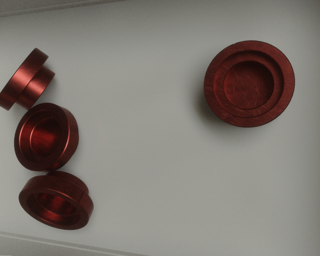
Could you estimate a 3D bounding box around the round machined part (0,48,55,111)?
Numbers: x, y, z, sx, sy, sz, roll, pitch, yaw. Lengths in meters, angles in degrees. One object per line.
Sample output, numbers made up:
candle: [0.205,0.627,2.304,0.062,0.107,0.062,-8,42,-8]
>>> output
round machined part: [-0.190,-0.064,0.449,0.042,0.098,0.098,37,105,-23]

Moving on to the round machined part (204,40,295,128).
round machined part: [0.104,-0.049,0.364,0.098,0.042,0.097,0,90,20]

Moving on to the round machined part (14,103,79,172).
round machined part: [-0.159,0.016,0.450,0.098,0.042,0.098,-5,76,21]

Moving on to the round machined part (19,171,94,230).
round machined part: [-0.140,0.097,0.433,0.098,0.042,0.097,7,132,8]
